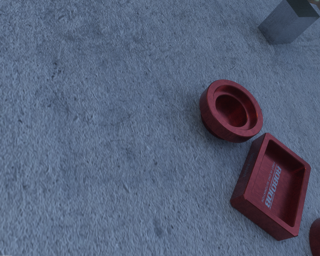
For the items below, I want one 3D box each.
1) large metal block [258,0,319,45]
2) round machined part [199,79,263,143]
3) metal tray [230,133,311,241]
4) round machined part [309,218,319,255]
[{"bbox_3d":[0.271,-0.224,0.655,0.081,0.080,0.050,-15,70,-34],"label":"large metal block"},{"bbox_3d":[0.101,-0.021,0.462,0.099,0.042,0.098,14,56,-21],"label":"round machined part"},{"bbox_3d":[0.161,0.079,0.441,0.090,0.030,0.130,38,51,-3],"label":"metal tray"},{"bbox_3d":[0.264,0.170,0.435,0.099,0.042,0.098,14,56,-21],"label":"round machined part"}]
